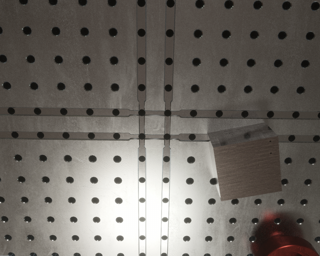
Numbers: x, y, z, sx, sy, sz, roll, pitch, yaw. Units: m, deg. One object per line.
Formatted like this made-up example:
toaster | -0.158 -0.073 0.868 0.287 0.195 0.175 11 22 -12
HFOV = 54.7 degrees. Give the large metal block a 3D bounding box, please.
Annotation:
large metal block | 0.113 0.045 0.418 0.080 0.050 0.079 -11 110 3

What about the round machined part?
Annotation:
round machined part | 0.195 0.208 0.484 0.099 0.042 0.097 0 110 -1
